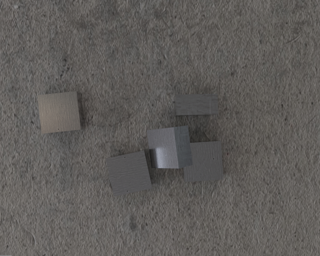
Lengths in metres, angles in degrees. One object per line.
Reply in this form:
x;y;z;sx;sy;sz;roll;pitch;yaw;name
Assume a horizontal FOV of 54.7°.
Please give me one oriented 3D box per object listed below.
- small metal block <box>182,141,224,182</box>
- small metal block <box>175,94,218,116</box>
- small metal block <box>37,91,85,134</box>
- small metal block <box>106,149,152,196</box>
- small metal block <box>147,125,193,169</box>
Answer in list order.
0.055;0.043;0.410;0.050;0.025;0.050;-4;90;0;small metal block
0.045;-0.029;0.398;0.050;0.050;0.025;-1;90;0;small metal block
-0.129;-0.020;0.409;0.050;0.025;0.050;-6;90;0;small metal block
-0.040;0.058;0.410;0.050;0.025;0.050;-12;90;0;small metal block
0.012;0.024;0.396;0.025;0.050;0.050;-7;90;-43;small metal block
